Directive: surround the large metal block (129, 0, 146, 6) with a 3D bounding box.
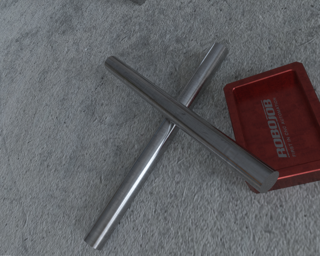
[{"bbox_3d":[-0.059,-0.284,0.572,0.050,0.080,0.080,-47,52,-4],"label":"large metal block"}]

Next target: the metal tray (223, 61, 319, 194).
[{"bbox_3d":[0.127,-0.003,0.335,0.090,0.030,0.130,-17,55,18],"label":"metal tray"}]

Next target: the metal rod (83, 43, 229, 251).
[{"bbox_3d":[0.002,0.013,0.393,0.025,0.025,0.300,24,74,36],"label":"metal rod"}]

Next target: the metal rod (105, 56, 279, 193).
[{"bbox_3d":[0.013,-0.025,0.377,0.025,0.025,0.300,-46,49,-4],"label":"metal rod"}]
